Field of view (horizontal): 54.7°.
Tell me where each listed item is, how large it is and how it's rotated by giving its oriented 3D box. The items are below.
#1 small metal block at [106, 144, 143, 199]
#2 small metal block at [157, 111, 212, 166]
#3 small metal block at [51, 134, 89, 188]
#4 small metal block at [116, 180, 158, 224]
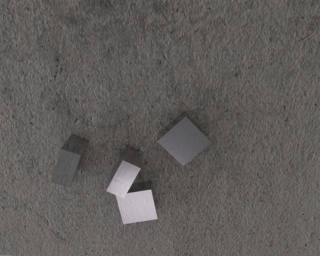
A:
[{"bbox_3d":[-0.047,0.057,0.417,0.025,0.050,0.050,26,108,-9],"label":"small metal block"},{"bbox_3d":[0.032,0.014,0.415,0.050,0.025,0.050,-42,105,14],"label":"small metal block"},{"bbox_3d":[-0.118,0.043,0.411,0.025,0.050,0.050,20,109,-7],"label":"small metal block"},{"bbox_3d":[-0.033,0.108,0.449,0.050,0.025,0.050,-10,110,3],"label":"small metal block"}]
